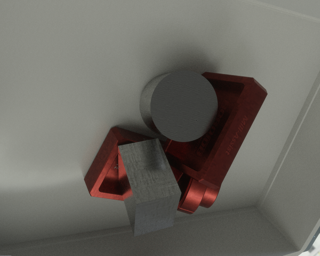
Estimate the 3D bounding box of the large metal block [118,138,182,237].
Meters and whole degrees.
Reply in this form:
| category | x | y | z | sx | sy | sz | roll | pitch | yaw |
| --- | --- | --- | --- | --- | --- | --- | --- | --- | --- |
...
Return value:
| category | x | y | z | sx | sy | sz | roll | pitch | yaw |
| --- | --- | --- | --- | --- | --- | --- | --- | --- | --- |
| large metal block | -0.017 | 0.072 | 0.378 | 0.050 | 0.080 | 0.079 | -10 | 139 | -16 |

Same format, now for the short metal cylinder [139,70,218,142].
| category | x | y | z | sx | sy | sz | roll | pitch | yaw |
| --- | --- | --- | --- | --- | --- | --- | --- | --- | --- |
| short metal cylinder | 0.021 | -0.026 | 0.368 | 0.081 | 0.050 | 0.079 | -2 | 96 | -17 |

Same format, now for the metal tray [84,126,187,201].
| category | x | y | z | sx | sy | sz | roll | pitch | yaw |
| --- | --- | --- | --- | --- | --- | --- | --- | --- | --- |
| metal tray | -0.025 | 0.058 | 0.426 | 0.131 | 0.030 | 0.090 | 19 | 108 | -36 |

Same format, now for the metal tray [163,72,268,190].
| category | x | y | z | sx | sy | sz | roll | pitch | yaw |
| --- | --- | --- | --- | --- | --- | --- | --- | --- | --- |
| metal tray | 0.061 | -0.002 | 0.378 | 0.030 | 0.090 | 0.130 | 31 | 85 | -35 |

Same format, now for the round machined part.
| category | x | y | z | sx | sy | sz | roll | pitch | yaw |
| --- | --- | --- | --- | --- | --- | --- | --- | --- | --- |
| round machined part | 0.056 | 0.073 | 0.433 | 0.042 | 0.098 | 0.097 | 19 | 112 | -4 |
